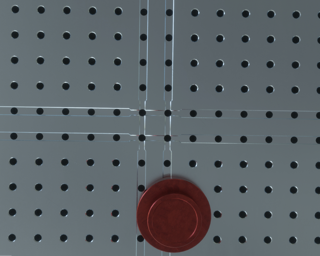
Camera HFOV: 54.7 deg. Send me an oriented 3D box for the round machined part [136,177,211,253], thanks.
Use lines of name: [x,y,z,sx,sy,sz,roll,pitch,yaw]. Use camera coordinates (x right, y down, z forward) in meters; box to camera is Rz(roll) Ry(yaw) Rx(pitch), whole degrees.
round machined part: [0.018,0.115,0.405,0.099,0.042,0.097,0,90,-1]
